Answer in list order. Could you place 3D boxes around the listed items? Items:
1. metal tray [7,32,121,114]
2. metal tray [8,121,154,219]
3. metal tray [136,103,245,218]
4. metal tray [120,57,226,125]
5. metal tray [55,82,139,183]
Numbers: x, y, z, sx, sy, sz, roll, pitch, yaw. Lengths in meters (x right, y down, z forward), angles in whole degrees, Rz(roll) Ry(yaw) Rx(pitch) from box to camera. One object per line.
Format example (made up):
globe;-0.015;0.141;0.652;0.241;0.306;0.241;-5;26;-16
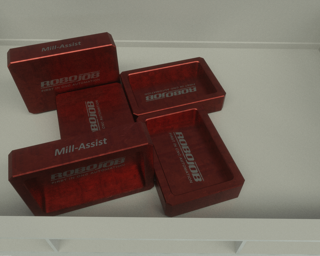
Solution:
metal tray;-0.122;-0.073;0.418;0.131;0.089;0.030;-14;52;-12
metal tray;-0.073;0.046;0.320;0.131;0.089;0.030;-13;52;-12
metal tray;0.031;0.032;0.373;0.091;0.030;0.130;-13;51;-12
metal tray;0.016;-0.053;0.445;0.131;0.030;0.090;-13;51;-12
metal tray;-0.079;0.002;0.396;0.091;0.030;0.130;-13;51;-12
